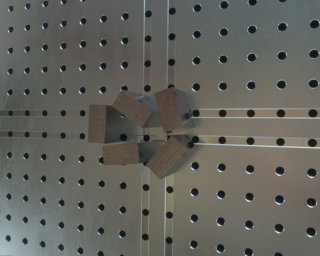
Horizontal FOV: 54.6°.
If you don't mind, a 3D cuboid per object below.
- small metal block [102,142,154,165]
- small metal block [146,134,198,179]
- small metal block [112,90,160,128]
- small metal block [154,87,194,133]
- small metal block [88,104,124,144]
[{"bbox_3d":[-0.041,0.033,0.414,0.050,0.050,0.025,-5,88,20],"label":"small metal block"},{"bbox_3d":[0.016,0.035,0.393,0.025,0.050,0.050,44,104,15],"label":"small metal block"},{"bbox_3d":[-0.026,-0.025,0.409,0.050,0.050,0.025,35,102,16],"label":"small metal block"},{"bbox_3d":[0.019,-0.021,0.392,0.025,0.050,0.050,-17,84,19],"label":"small metal block"},{"bbox_3d":[-0.073,-0.006,0.426,0.025,0.050,0.050,4,92,20],"label":"small metal block"}]
